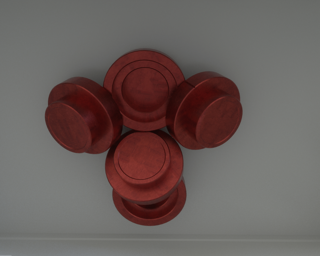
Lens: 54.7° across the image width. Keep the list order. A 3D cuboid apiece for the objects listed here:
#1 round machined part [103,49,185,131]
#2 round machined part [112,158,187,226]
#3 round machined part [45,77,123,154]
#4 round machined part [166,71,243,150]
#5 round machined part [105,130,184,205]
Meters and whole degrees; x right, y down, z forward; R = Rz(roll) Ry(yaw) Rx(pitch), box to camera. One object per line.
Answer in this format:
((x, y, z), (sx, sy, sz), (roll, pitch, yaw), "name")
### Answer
((-0.018, -0.048, 0.381), (0.099, 0.042, 0.097), (0, 110, 0), "round machined part")
((-0.014, 0.083, 0.430), (0.099, 0.042, 0.097), (0, 110, 0), "round machined part")
((-0.098, -0.009, 0.373), (0.098, 0.042, 0.097), (15, 126, 22), "round machined part")
((0.059, -0.015, 0.371), (0.099, 0.042, 0.097), (-17, 126, -25), "round machined part")
((-0.020, 0.042, 0.385), (0.099, 0.098, 0.042), (-6, 154, 2), "round machined part")
